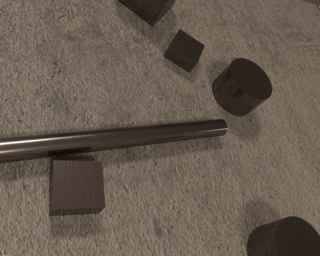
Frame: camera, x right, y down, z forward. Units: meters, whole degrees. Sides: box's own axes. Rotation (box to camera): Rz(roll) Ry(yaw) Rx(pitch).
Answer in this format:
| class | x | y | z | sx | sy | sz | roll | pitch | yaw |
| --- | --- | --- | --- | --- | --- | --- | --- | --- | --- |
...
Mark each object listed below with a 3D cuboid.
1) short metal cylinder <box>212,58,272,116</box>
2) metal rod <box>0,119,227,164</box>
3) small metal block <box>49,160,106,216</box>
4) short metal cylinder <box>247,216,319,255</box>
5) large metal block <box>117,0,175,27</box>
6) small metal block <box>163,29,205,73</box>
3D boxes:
| class | x | y | z | sx | sy | sz | roll | pitch | yaw |
| --- | --- | --- | --- | --- | --- | --- | --- | --- | --- |
| short metal cylinder | 0.132 | -0.066 | 0.502 | 0.081 | 0.050 | 0.080 | 14 | 56 | -21 |
| metal rod | -0.039 | 0.011 | 0.377 | 0.303 | 0.025 | 0.025 | -5 | 65 | -31 |
| small metal block | -0.086 | 0.062 | 0.320 | 0.050 | 0.025 | 0.050 | 5 | 60 | -26 |
| short metal cylinder | 0.156 | 0.155 | 0.380 | 0.081 | 0.050 | 0.080 | 14 | 56 | -21 |
| large metal block | -0.017 | -0.231 | 0.521 | 0.080 | 0.050 | 0.080 | 36 | 51 | -5 |
| small metal block | 0.040 | -0.126 | 0.504 | 0.050 | 0.025 | 0.050 | 31 | 52 | -9 |
